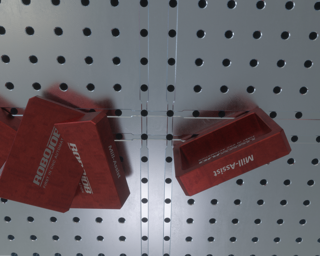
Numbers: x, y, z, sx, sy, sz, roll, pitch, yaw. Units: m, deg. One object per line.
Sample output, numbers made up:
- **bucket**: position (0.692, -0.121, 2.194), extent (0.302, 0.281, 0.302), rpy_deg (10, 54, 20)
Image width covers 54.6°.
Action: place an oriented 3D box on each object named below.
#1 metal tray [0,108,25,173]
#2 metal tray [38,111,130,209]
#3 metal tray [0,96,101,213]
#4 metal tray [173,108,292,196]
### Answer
- **metal tray**: position (-0.251, 0.027, 0.419), extent (0.090, 0.030, 0.130), rpy_deg (36, 106, -12)
- **metal tray**: position (-0.100, 0.046, 0.410), extent (0.090, 0.030, 0.129), rpy_deg (-4, 114, 20)
- **metal tray**: position (-0.140, 0.034, 0.395), extent (0.090, 0.030, 0.129), rpy_deg (20, 93, -18)
- **metal tray**: position (0.082, 0.027, 0.389), extent (0.130, 0.090, 0.030), rpy_deg (-25, 108, 9)
